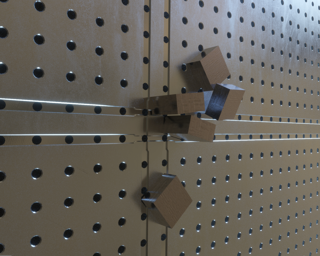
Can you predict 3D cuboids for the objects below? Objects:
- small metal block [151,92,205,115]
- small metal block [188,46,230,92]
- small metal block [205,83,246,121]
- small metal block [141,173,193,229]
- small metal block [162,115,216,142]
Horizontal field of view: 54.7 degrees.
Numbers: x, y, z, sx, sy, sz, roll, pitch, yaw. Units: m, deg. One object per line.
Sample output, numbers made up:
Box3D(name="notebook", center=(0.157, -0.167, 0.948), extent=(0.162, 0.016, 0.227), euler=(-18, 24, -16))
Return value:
Box3D(name="small metal block", center=(0.024, -0.032, 0.415), extent=(0.050, 0.050, 0.025), euler=(-9, 96, -40))
Box3D(name="small metal block", center=(0.076, -0.091, 0.475), extent=(0.050, 0.025, 0.050), euler=(-43, 116, -32))
Box3D(name="small metal block", center=(0.101, -0.040, 0.479), extent=(0.050, 0.025, 0.050), euler=(-6, 120, -49))
Box3D(name="small metal block", center=(0.011, 0.098, 0.421), extent=(0.050, 0.025, 0.050), euler=(-46, 118, -30))
Box3D(name="small metal block", center=(0.040, 0.001, 0.429), extent=(0.050, 0.050, 0.025), euler=(18, 79, -39))
